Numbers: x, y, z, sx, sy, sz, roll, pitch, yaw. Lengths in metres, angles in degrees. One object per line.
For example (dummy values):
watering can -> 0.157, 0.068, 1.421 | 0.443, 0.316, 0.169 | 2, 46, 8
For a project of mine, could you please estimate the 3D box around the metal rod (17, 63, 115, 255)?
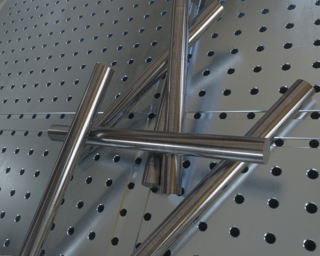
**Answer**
metal rod -> -0.124, 0.063, 0.384 | 0.025, 0.025, 0.299 | 22, 89, 36

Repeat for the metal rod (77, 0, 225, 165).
metal rod -> -0.026, -0.059, 0.434 | 0.300, 0.025, 0.025 | -45, 51, 6

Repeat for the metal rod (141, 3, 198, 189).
metal rod -> 0.019, -0.062, 0.437 | 0.025, 0.025, 0.300 | -2, 61, 27

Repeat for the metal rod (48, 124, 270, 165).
metal rod -> -0.027, 0.014, 0.367 | 0.300, 0.025, 0.025 | 3, 63, 33

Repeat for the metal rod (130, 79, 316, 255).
metal rod -> 0.060, 0.061, 0.339 | 0.300, 0.025, 0.025 | -46, 51, -4

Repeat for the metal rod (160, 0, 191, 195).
metal rod -> 0.022, -0.070, 0.389 | 0.025, 0.025, 0.299 | -3, 76, 27
